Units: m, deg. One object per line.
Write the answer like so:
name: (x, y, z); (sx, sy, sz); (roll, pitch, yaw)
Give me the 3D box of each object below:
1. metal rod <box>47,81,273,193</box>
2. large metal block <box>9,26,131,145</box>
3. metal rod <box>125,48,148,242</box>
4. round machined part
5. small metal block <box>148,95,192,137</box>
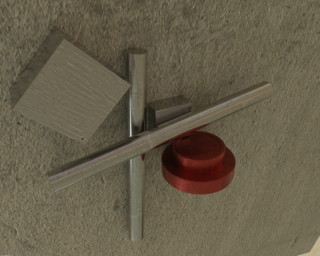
metal rod: (0.014, 0.003, 0.384); (0.302, 0.025, 0.025); (-23, 127, -16)
large metal block: (-0.091, -0.042, 0.316); (0.080, 0.050, 0.080); (33, 100, -39)
metal rod: (-0.032, 0.043, 0.417); (0.025, 0.025, 0.298); (-12, 124, -23)
round machined part: (0.051, 0.039, 0.414); (0.099, 0.098, 0.042); (-15, 125, -21)
small metal block: (0.013, -0.012, 0.408); (0.050, 0.025, 0.050); (-15, 125, -20)
